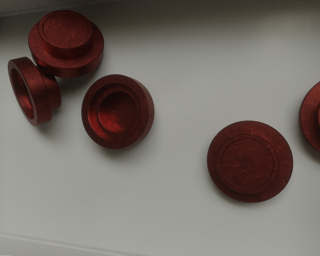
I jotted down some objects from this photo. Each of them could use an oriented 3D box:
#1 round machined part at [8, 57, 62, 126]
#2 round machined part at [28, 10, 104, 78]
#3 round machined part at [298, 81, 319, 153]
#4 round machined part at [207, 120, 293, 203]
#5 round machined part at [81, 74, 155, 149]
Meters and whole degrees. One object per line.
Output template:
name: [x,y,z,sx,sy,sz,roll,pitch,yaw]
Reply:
round machined part: [-0.177,-0.055,0.447,0.098,0.042,0.097,33,135,40]
round machined part: [-0.125,-0.120,0.418,0.099,0.042,0.098,5,62,-10]
round machined part: [0.202,-0.012,0.330,0.098,0.042,0.097,0,90,20]
round machined part: [0.104,0.040,0.365,0.098,0.042,0.097,0,90,20]
round machined part: [-0.053,-0.021,0.420,0.098,0.042,0.097,0,90,20]
